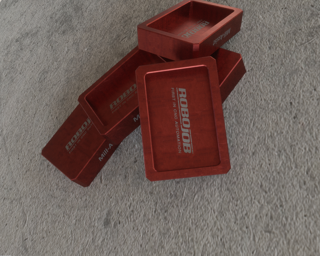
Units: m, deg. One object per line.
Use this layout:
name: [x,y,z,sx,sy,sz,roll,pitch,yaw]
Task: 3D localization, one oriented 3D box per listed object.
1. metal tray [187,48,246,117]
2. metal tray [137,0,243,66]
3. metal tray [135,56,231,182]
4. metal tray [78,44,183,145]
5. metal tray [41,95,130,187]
metal tray: [0.038,-0.075,0.427,0.130,0.030,0.090,30,78,37]
metal tray: [0.043,-0.134,0.417,0.090,0.030,0.131,25,47,26]
metal tray: [0.025,-0.009,0.350,0.090,0.030,0.129,-7,82,5]
metal tray: [-0.038,-0.051,0.413,0.130,0.030,0.090,-41,51,-1]
metal tray: [-0.100,0.008,0.447,0.090,0.030,0.130,27,76,37]
